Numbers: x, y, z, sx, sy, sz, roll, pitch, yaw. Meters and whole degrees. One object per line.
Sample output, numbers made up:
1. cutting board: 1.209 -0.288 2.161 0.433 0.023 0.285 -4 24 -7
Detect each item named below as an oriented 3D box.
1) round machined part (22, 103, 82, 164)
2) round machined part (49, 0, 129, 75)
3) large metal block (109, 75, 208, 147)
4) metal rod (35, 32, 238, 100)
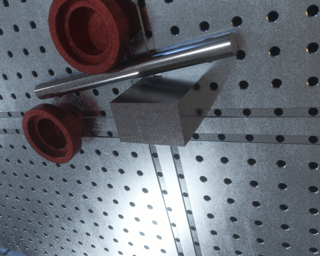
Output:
1. round machined part: -0.164 0.005 0.490 0.098 0.042 0.097 13 124 21
2. round machined part: -0.079 -0.117 0.370 0.098 0.042 0.097 13 124 21
3. large metal block: 0.002 -0.023 0.360 0.080 0.080 0.050 3 120 27
4. metal rod: -0.052 -0.071 0.394 0.300 0.025 0.025 -7 115 31
